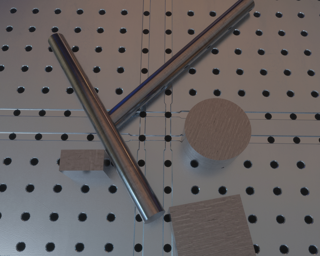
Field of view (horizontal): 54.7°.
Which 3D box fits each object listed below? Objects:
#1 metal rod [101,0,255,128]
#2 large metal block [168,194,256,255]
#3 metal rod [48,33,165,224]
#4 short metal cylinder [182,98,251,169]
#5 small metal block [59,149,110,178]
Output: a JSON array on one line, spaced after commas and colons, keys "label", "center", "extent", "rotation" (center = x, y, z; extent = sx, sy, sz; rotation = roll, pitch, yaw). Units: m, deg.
[{"label": "metal rod", "center": [0.031, -0.098, 0.447], "extent": [0.301, 0.025, 0.025], "rotation": [-43, 76, -14]}, {"label": "large metal block", "center": [0.057, 0.126, 0.353], "extent": [0.081, 0.050, 0.080], "rotation": [-9, 70, -4]}, {"label": "metal rod", "center": [-0.079, -0.018, 0.391], "extent": [0.025, 0.025, 0.299], "rotation": [-28, 63, -10]}, {"label": "short metal cylinder", "center": [0.070, 0.008, 0.396], "extent": [0.081, 0.050, 0.080], "rotation": [0, 70, -1]}, {"label": "small metal block", "center": [-0.090, 0.045, 0.381], "extent": [0.050, 0.050, 0.025], "rotation": [0, 70, -1]}]
